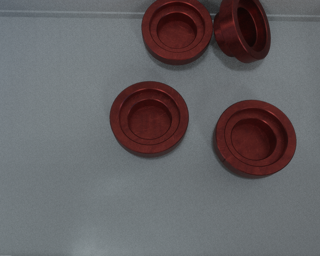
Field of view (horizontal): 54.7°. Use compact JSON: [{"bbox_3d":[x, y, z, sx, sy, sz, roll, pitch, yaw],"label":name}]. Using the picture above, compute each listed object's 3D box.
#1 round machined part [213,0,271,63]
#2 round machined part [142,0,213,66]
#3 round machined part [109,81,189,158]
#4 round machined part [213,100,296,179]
[{"bbox_3d":[0.112,-0.138,0.435,0.099,0.042,0.097,9,76,-42],"label":"round machined part"},{"bbox_3d":[0.024,-0.136,0.445,0.099,0.042,0.097,0,80,0],"label":"round machined part"},{"bbox_3d":[-0.013,-0.008,0.403,0.099,0.042,0.098,0,70,-1],"label":"round machined part"},{"bbox_3d":[0.117,0.017,0.396,0.099,0.042,0.098,0,70,-1],"label":"round machined part"}]
